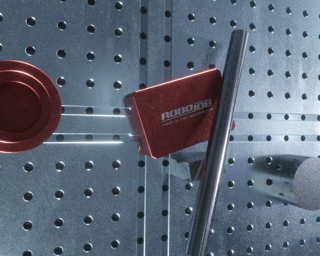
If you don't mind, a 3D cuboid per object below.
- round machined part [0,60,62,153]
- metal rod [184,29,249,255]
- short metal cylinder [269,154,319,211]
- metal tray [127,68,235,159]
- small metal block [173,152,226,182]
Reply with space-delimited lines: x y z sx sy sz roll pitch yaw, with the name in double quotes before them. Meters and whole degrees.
"round machined part" -0.162 -0.022 0.344 0.099 0.042 0.097 0 90 -21
"metal rod" 0.077 0.007 0.395 0.025 0.025 0.299 21 73 -19
"short metal cylinder" 0.221 0.083 0.483 0.081 0.050 0.079 0 90 -21
"metal tray" 0.031 -0.021 0.423 0.131 0.030 0.089 -19 97 -19
"small metal block" 0.052 0.051 0.420 0.050 0.050 0.025 -11 94 -20
